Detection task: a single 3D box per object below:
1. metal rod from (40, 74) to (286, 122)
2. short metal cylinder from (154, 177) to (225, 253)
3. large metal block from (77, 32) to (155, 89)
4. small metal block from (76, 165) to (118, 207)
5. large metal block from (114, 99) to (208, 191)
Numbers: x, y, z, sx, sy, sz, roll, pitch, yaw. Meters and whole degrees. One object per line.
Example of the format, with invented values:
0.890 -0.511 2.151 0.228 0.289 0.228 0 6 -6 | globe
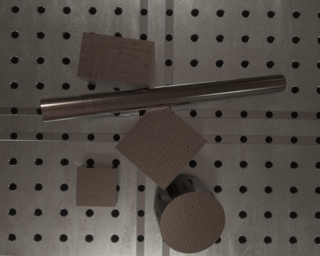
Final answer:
0.020 -0.039 0.369 0.303 0.025 0.025 -8 90 -18 | metal rod
0.035 0.108 0.393 0.081 0.050 0.079 -2 101 -9 | short metal cylinder
-0.049 -0.077 0.385 0.081 0.080 0.050 7 90 -1 | large metal block
-0.083 0.077 0.412 0.050 0.025 0.050 1 90 -1 | small metal block
0.001 0.020 0.401 0.080 0.050 0.080 41 90 0 | large metal block
